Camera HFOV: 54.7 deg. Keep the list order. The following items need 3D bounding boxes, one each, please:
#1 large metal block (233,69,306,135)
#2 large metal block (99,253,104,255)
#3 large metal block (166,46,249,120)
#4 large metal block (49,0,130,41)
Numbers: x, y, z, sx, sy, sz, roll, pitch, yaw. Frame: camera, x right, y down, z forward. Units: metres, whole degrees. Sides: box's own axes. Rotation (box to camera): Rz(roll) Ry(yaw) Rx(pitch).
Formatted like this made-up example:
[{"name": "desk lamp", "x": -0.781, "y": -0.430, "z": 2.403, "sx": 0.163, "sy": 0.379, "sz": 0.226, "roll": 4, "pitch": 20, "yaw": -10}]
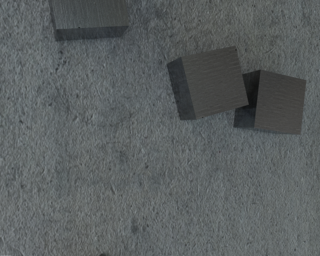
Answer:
[{"name": "large metal block", "x": 0.160, "y": -0.035, "z": 0.455, "sx": 0.081, "sy": 0.050, "sz": 0.080, "roll": 8, "pitch": 87, "yaw": -20}, {"name": "large metal block", "x": -0.073, "y": 0.216, "z": 0.369, "sx": 0.080, "sy": 0.050, "sz": 0.080, "roll": -39, "pitch": 103, "yaw": -16}, {"name": "large metal block", "x": 0.064, "y": -0.059, "z": 0.419, "sx": 0.081, "sy": 0.050, "sz": 0.080, "roll": -16, "pitch": 96, "yaw": -19}, {"name": "large metal block", "x": -0.087, "y": -0.151, "z": 0.363, "sx": 0.081, "sy": 0.050, "sz": 0.080, "roll": -10, "pitch": 94, "yaw": -20}]
